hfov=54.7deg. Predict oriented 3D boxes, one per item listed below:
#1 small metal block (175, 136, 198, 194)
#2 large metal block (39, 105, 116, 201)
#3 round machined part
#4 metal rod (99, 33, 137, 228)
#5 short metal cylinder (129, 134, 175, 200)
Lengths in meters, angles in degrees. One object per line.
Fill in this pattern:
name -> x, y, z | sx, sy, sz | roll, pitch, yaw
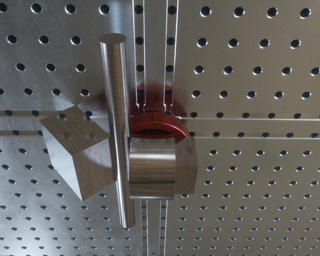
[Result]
small metal block -> 0.029, 0.045, 0.379 | 0.025, 0.050, 0.050 | 1, 130, -1
large metal block -> -0.103, 0.031, 0.392 | 0.050, 0.080, 0.079 | -29, 139, -31
round machined part -> -0.009, 0.016, 0.413 | 0.099, 0.042, 0.097 | -1, 130, 0
metal rod -> -0.046, 0.031, 0.383 | 0.025, 0.025, 0.298 | 0, 130, -1
short metal cylinder -> -0.009, 0.047, 0.376 | 0.050, 0.080, 0.079 | 1, 130, -1
